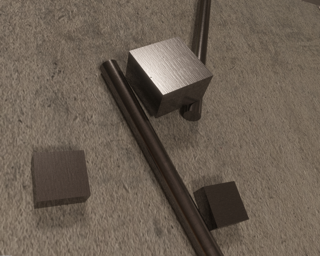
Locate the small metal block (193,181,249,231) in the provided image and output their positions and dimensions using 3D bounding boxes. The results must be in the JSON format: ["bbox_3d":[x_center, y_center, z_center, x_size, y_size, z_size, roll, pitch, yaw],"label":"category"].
[{"bbox_3d":[0.076,0.097,0.387,0.050,0.025,0.050,-3,63,-30],"label":"small metal block"}]

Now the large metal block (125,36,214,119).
[{"bbox_3d":[0.010,-0.070,0.421,0.081,0.050,0.080,-24,65,-26],"label":"large metal block"}]

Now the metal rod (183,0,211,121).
[{"bbox_3d":[0.068,-0.138,0.526,0.025,0.025,0.300,22,53,-16],"label":"metal rod"}]

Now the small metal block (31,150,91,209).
[{"bbox_3d":[-0.103,0.052,0.318,0.050,0.025,0.050,-1,62,-29],"label":"small metal block"}]

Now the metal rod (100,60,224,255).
[{"bbox_3d":[0.001,0.042,0.379,0.025,0.025,0.299,-18,72,-35],"label":"metal rod"}]
